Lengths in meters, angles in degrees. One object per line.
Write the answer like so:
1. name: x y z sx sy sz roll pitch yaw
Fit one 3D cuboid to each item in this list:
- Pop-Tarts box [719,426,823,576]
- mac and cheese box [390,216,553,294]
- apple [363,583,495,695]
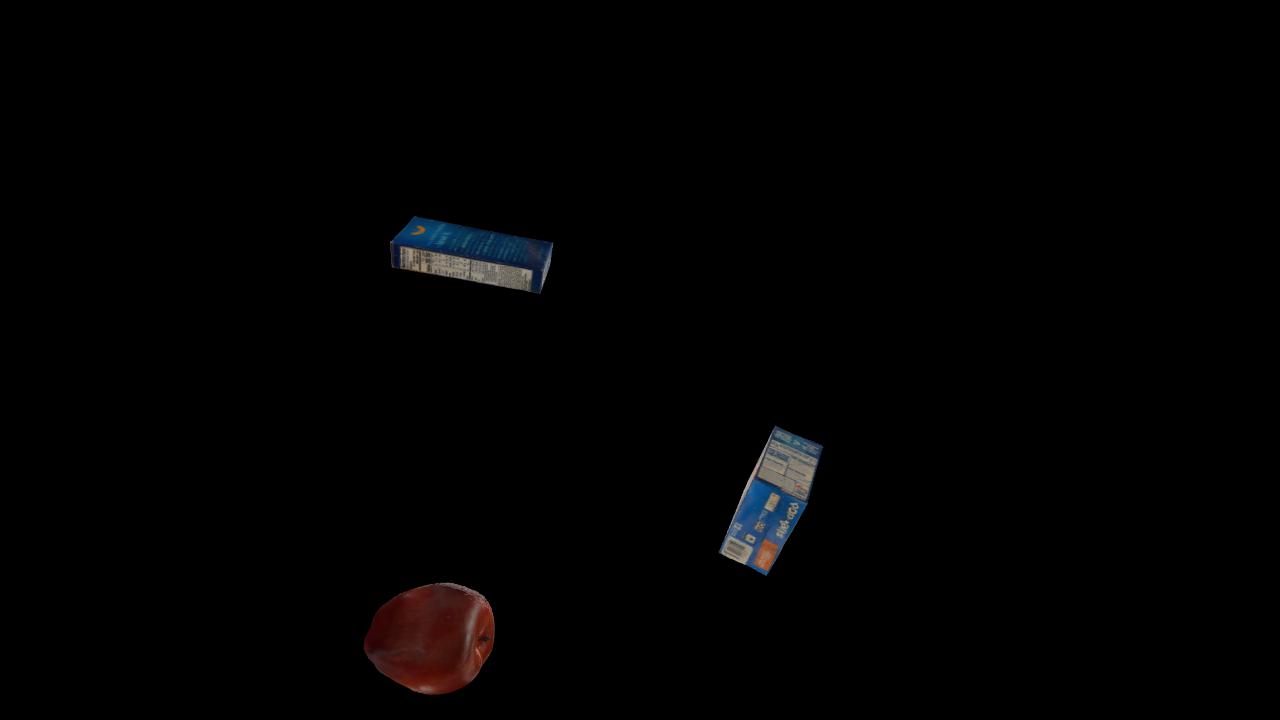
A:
1. Pop-Tarts box: 0.200 0.213 0.939 0.083 0.167 0.141 24 35 11
2. mac and cheese box: -0.209 -0.135 0.786 0.184 0.041 0.093 10 33 -5
3. apple: -0.155 0.207 0.464 0.093 0.079 0.079 -2 0 9
